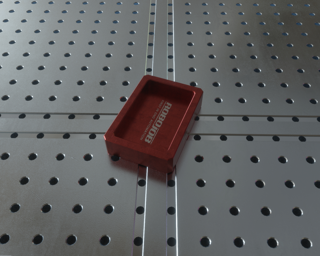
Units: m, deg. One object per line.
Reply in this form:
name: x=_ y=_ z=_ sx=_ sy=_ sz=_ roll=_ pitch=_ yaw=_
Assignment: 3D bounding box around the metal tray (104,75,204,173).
metal tray: x=-0.004 y=-0.011 z=0.413 sx=0.090 sy=0.030 sz=0.130 roll=17 pitch=52 yaw=14
